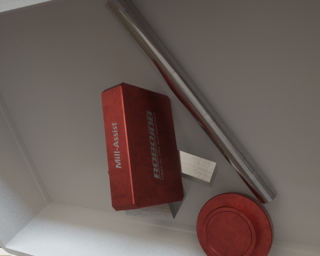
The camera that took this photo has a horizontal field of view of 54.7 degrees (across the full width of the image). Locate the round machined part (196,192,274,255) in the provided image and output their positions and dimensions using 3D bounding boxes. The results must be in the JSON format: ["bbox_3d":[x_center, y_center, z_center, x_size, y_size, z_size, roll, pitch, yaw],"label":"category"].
[{"bbox_3d":[0.093,0.134,0.400,0.098,0.042,0.097,-3,82,26],"label":"round machined part"}]

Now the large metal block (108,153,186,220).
[{"bbox_3d":[-0.017,0.082,0.451,0.080,0.050,0.080,-4,117,30],"label":"large metal block"}]

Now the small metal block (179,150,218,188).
[{"bbox_3d":[0.045,0.054,0.400,0.050,0.025,0.050,18,166,17],"label":"small metal block"}]

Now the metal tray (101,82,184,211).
[{"bbox_3d":[-0.018,0.022,0.350,0.030,0.091,0.129,-16,75,34],"label":"metal tray"}]

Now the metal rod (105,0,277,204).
[{"bbox_3d":[0.042,-0.029,0.367,0.025,0.025,0.300,-33,101,38],"label":"metal rod"}]
